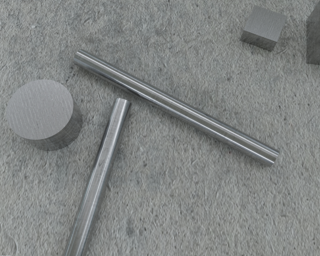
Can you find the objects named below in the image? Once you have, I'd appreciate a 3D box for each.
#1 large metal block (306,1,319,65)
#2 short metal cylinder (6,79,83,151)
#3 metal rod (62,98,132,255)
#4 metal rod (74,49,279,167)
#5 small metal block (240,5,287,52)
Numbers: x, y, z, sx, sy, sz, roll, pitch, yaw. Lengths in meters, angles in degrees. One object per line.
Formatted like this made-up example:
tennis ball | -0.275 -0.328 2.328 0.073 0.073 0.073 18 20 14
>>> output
large metal block | 0.263 -0.135 0.446 0.080 0.050 0.080 9 70 3
short metal cylinder | -0.146 -0.015 0.399 0.081 0.050 0.080 0 70 0
metal rod | -0.086 0.102 0.370 0.025 0.025 0.299 13 70 5
metal rod | 0.015 -0.031 0.419 0.301 0.025 0.025 28 73 9
small metal block | 0.154 -0.149 0.464 0.050 0.025 0.050 23 71 8
